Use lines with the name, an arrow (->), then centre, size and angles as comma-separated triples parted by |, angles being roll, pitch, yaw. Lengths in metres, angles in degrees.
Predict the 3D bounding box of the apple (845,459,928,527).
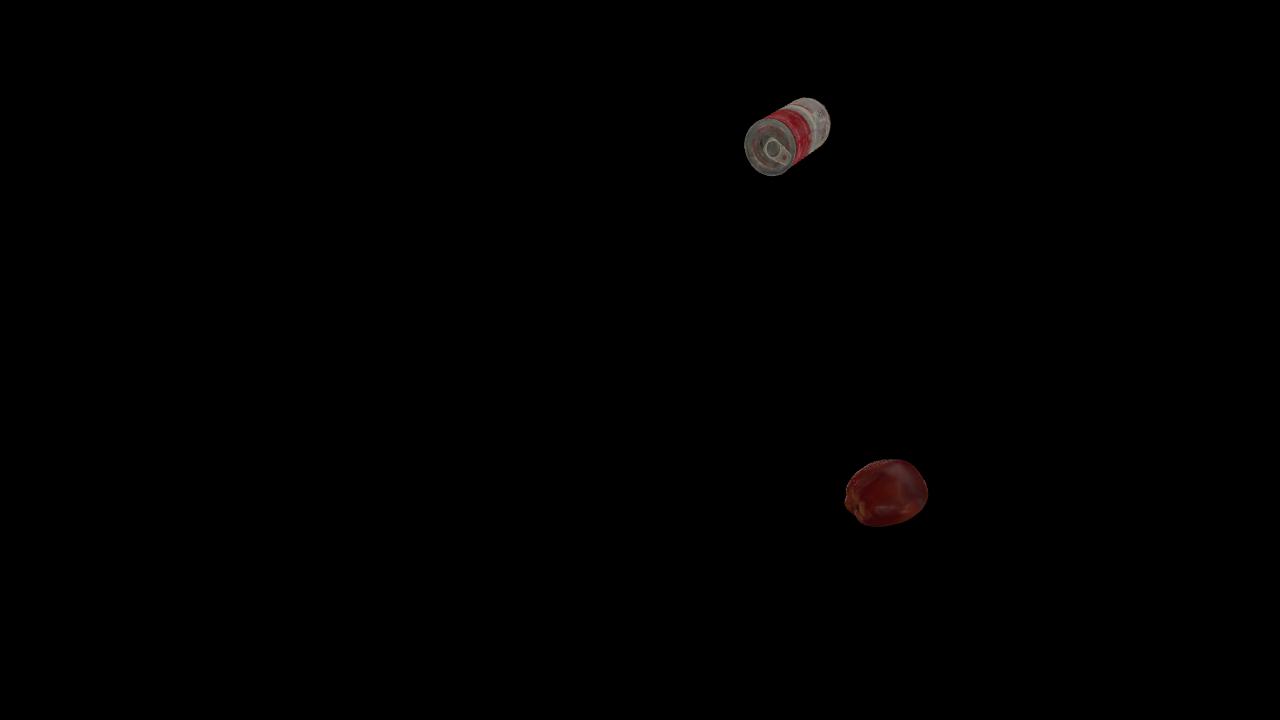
apple -> 0.289, 0.156, 0.720 | 0.093, 0.079, 0.079 | -14, 5, -21

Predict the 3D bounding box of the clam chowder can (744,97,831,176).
clam chowder can -> 0.183, -0.276, 0.754 | 0.068, 0.068, 0.102 | 0, 31, 46
